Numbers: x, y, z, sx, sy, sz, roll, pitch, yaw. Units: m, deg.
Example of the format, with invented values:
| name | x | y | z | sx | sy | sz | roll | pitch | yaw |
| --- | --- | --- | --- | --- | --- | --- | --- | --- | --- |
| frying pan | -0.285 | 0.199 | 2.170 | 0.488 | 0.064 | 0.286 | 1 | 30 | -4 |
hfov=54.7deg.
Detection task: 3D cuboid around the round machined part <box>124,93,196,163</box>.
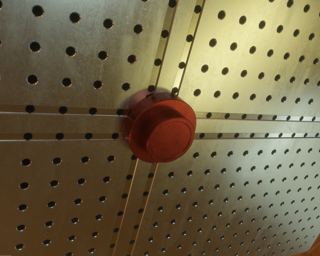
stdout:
| name | x | y | z | sx | sy | sz | roll | pitch | yaw |
| --- | --- | --- | --- | --- | --- | --- | --- | --- | --- |
| round machined part | 0.006 | 0.007 | 0.409 | 0.099 | 0.042 | 0.097 | -14 | 125 | -21 |
